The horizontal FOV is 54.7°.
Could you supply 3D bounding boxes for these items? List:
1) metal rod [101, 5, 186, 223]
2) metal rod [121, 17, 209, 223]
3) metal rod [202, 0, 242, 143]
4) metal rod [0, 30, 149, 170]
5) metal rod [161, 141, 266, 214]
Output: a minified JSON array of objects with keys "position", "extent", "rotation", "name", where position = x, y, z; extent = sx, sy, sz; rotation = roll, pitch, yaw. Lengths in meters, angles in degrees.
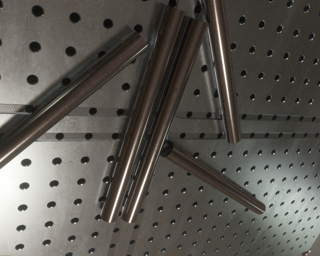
[{"position":[-0.028,-0.001,0.396],"extent":[0.025,0.025,0.298],"rotation":[5,116,-31],"name":"metal rod"},{"position":[-0.001,0.005,0.415],"extent":[0.025,0.025,0.298],"rotation":[5,116,-31],"name":"metal rod"},{"position":[0.078,-0.097,0.395],"extent":[0.025,0.025,0.299],"rotation":[-27,128,-12],"name":"metal rod"},{"position":[-0.136,-0.002,0.336],"extent":[0.300,0.025,0.025],"rotation":[-40,130,-2],"name":"metal rod"},{"position":[0.105,0.096,0.530],"extent":[0.025,0.025,0.301],"rotation":[-50,129,7],"name":"metal rod"}]
